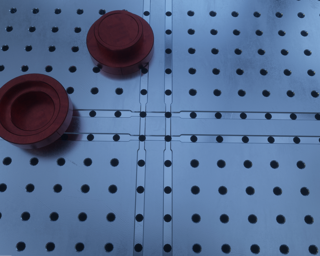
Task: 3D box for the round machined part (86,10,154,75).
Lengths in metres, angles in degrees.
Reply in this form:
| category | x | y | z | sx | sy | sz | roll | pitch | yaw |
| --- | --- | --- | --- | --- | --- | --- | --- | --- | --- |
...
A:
| category | x | y | z | sx | sy | sz | roll | pitch | yaw |
| --- | --- | --- | --- | --- | --- | --- | --- | --- | --- |
| round machined part | -0.058 | -0.130 | 0.450 | 0.099 | 0.042 | 0.098 | 0 | 70 | -1 |

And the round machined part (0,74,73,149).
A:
| category | x | y | z | sx | sy | sz | roll | pitch | yaw |
| --- | --- | --- | --- | --- | --- | --- | --- | --- | --- |
| round machined part | -0.164 | -0.019 | 0.408 | 0.099 | 0.042 | 0.098 | 0 | 70 | -1 |
